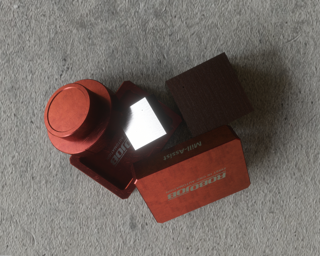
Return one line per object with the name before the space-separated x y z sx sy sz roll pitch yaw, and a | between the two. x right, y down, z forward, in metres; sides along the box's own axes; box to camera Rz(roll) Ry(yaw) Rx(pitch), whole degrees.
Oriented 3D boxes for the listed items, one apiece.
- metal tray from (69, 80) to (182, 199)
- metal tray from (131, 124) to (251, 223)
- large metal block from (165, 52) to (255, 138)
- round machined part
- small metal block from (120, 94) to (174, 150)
metal tray | -0.043 0.015 0.407 0.090 0.030 0.130 35 90 0
metal tray | 0.041 0.060 0.386 0.131 0.030 0.090 -23 126 0
large metal block | 0.060 -0.039 0.399 0.080 0.050 0.080 -27 90 0
round machined part | -0.101 -0.016 0.381 0.098 0.042 0.098 -8 70 22
small metal block | -0.019 -0.007 0.388 0.050 0.025 0.050 -29 93 28
